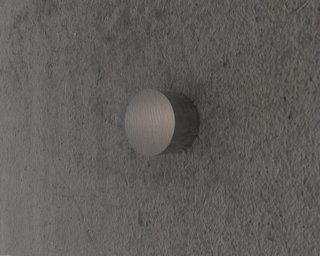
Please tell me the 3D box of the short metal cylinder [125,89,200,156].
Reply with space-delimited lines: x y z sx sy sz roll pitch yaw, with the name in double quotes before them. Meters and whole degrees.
"short metal cylinder" 0.002 -0.006 0.388 0.080 0.050 0.080 0 90 40
